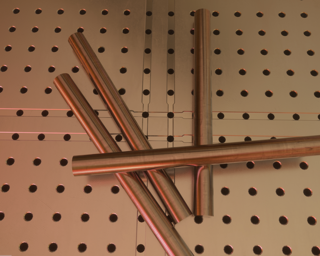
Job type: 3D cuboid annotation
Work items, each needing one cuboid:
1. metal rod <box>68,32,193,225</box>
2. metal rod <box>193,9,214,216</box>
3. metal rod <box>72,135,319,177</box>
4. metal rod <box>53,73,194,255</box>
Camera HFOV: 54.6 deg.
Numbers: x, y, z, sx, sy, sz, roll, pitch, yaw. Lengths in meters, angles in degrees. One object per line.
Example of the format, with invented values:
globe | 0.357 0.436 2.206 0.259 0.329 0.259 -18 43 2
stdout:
metal rod | -0.048 -0.012 0.415 0.025 0.025 0.299 -29 73 -10
metal rod | 0.059 -0.034 0.424 0.025 0.025 0.299 2 70 1
metal rod | 0.049 0.033 0.372 0.302 0.025 0.025 -5 70 -2
metal rod | -0.052 0.047 0.394 0.025 0.025 0.300 -34 74 -11
